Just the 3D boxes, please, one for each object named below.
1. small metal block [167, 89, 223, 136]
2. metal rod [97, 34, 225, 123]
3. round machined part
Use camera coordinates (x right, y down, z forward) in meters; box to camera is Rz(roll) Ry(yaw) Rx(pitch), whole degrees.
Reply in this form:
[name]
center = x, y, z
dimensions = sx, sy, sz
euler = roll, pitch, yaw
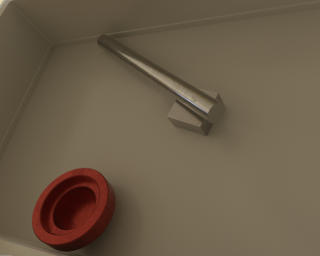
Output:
[small metal block]
center = 0.045, -0.023, 0.395
dimensions = 0.050, 0.025, 0.050
euler = 19, 71, 35
[metal rod]
center = -0.019, -0.085, 0.445
dimensions = 0.025, 0.025, 0.300
euler = -46, 45, -4
[round machined part]
center = -0.099, 0.101, 0.375
dimensions = 0.098, 0.042, 0.098
euler = -12, 47, 13
